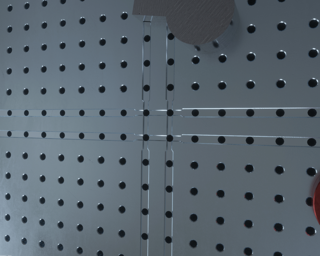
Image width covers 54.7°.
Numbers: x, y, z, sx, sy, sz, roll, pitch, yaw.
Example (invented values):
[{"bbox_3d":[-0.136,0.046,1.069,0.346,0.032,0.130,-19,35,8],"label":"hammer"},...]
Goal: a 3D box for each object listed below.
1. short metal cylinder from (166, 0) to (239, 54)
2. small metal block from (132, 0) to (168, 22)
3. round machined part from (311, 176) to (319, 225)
[{"bbox_3d":[0.054,-0.136,0.380,0.080,0.050,0.079,0,90,20],"label":"short metal cylinder"},{"bbox_3d":[-0.006,-0.171,0.415,0.050,0.025,0.050,10,93,19],"label":"small metal block"},{"bbox_3d":[0.217,0.083,0.327,0.098,0.042,0.097,0,90,20],"label":"round machined part"}]
